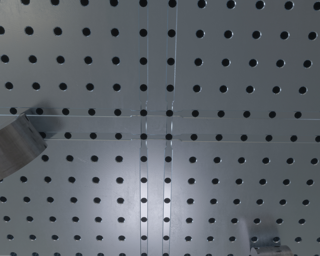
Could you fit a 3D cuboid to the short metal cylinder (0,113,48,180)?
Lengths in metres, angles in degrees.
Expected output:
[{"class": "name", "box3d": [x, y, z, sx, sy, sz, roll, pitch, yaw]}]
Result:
[{"class": "short metal cylinder", "box3d": [-0.192, 0.024, 0.391, 0.080, 0.080, 0.050, -27, 108, 9]}]

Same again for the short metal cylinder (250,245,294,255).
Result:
[{"class": "short metal cylinder", "box3d": [0.172, 0.221, 0.467, 0.050, 0.080, 0.079, -5, 110, 2]}]
